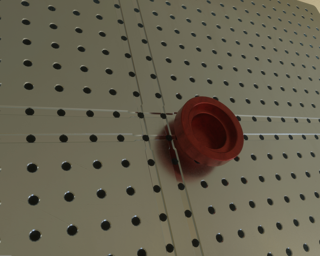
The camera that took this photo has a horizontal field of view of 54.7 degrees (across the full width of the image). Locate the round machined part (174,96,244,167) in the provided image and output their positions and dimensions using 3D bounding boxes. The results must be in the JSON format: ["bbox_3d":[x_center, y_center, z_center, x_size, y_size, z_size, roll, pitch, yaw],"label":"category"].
[{"bbox_3d":[0.063,0.008,0.428,0.099,0.042,0.098,14,56,-21],"label":"round machined part"}]
